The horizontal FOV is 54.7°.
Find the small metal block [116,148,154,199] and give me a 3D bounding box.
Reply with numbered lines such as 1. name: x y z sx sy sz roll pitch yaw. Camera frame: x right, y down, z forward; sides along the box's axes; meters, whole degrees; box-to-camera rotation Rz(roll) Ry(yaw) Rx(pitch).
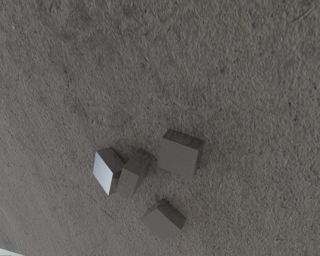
1. small metal block: -0.036 0.065 0.450 0.025 0.050 0.050 27 128 9

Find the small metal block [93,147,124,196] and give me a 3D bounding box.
1. small metal block: -0.077 0.066 0.476 0.050 0.025 0.050 45 135 33

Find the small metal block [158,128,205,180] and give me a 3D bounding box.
1. small metal block: 0.028 0.035 0.414 0.050 0.025 0.050 18 126 17

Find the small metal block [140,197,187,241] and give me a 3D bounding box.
1. small metal block: 0.005 0.146 0.495 0.050 0.025 0.050 43 129 -2
